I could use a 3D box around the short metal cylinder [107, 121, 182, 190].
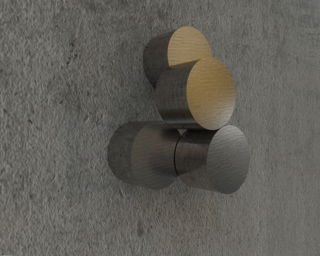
[{"bbox_3d":[-0.016,0.031,0.376,0.081,0.050,0.080,0,90,-40],"label":"short metal cylinder"}]

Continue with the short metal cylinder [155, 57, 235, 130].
[{"bbox_3d":[0.042,-0.038,0.359,0.081,0.050,0.080,0,90,-40],"label":"short metal cylinder"}]

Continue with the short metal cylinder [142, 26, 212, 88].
[{"bbox_3d":[0.024,-0.088,0.410,0.081,0.050,0.080,0,90,-40],"label":"short metal cylinder"}]

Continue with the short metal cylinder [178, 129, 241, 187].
[{"bbox_3d":[0.073,0.042,0.450,0.081,0.050,0.080,0,90,-40],"label":"short metal cylinder"}]

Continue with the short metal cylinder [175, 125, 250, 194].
[{"bbox_3d":[0.065,0.037,0.378,0.081,0.050,0.080,0,90,-40],"label":"short metal cylinder"}]
